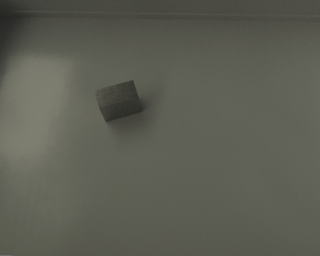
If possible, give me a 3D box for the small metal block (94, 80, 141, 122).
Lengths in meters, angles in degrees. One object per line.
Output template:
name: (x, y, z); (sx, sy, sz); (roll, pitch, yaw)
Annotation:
small metal block: (-0.054, -0.034, 0.408); (0.050, 0.050, 0.025); (-16, 71, -6)
